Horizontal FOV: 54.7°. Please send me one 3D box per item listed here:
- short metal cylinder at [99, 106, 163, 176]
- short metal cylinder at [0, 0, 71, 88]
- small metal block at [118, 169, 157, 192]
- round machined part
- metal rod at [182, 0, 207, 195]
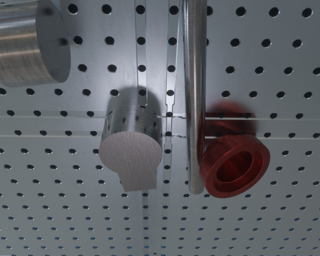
[{"bbox_3d":[-0.037,0.018,0.410,0.081,0.050,0.079,0,130,0],"label":"short metal cylinder"},{"bbox_3d":[-0.127,-0.082,0.305,0.050,0.080,0.080,-6,130,4],"label":"short metal cylinder"},{"bbox_3d":[-0.034,0.070,0.471,0.050,0.025,0.050,-7,130,6],"label":"small metal block"},{"bbox_3d":[0.098,0.048,0.429,0.099,0.042,0.097,-13,129,-17],"label":"round machined part"},{"bbox_3d":[0.046,-0.017,0.397,0.025,0.025,0.298,-4,130,3],"label":"metal rod"}]
